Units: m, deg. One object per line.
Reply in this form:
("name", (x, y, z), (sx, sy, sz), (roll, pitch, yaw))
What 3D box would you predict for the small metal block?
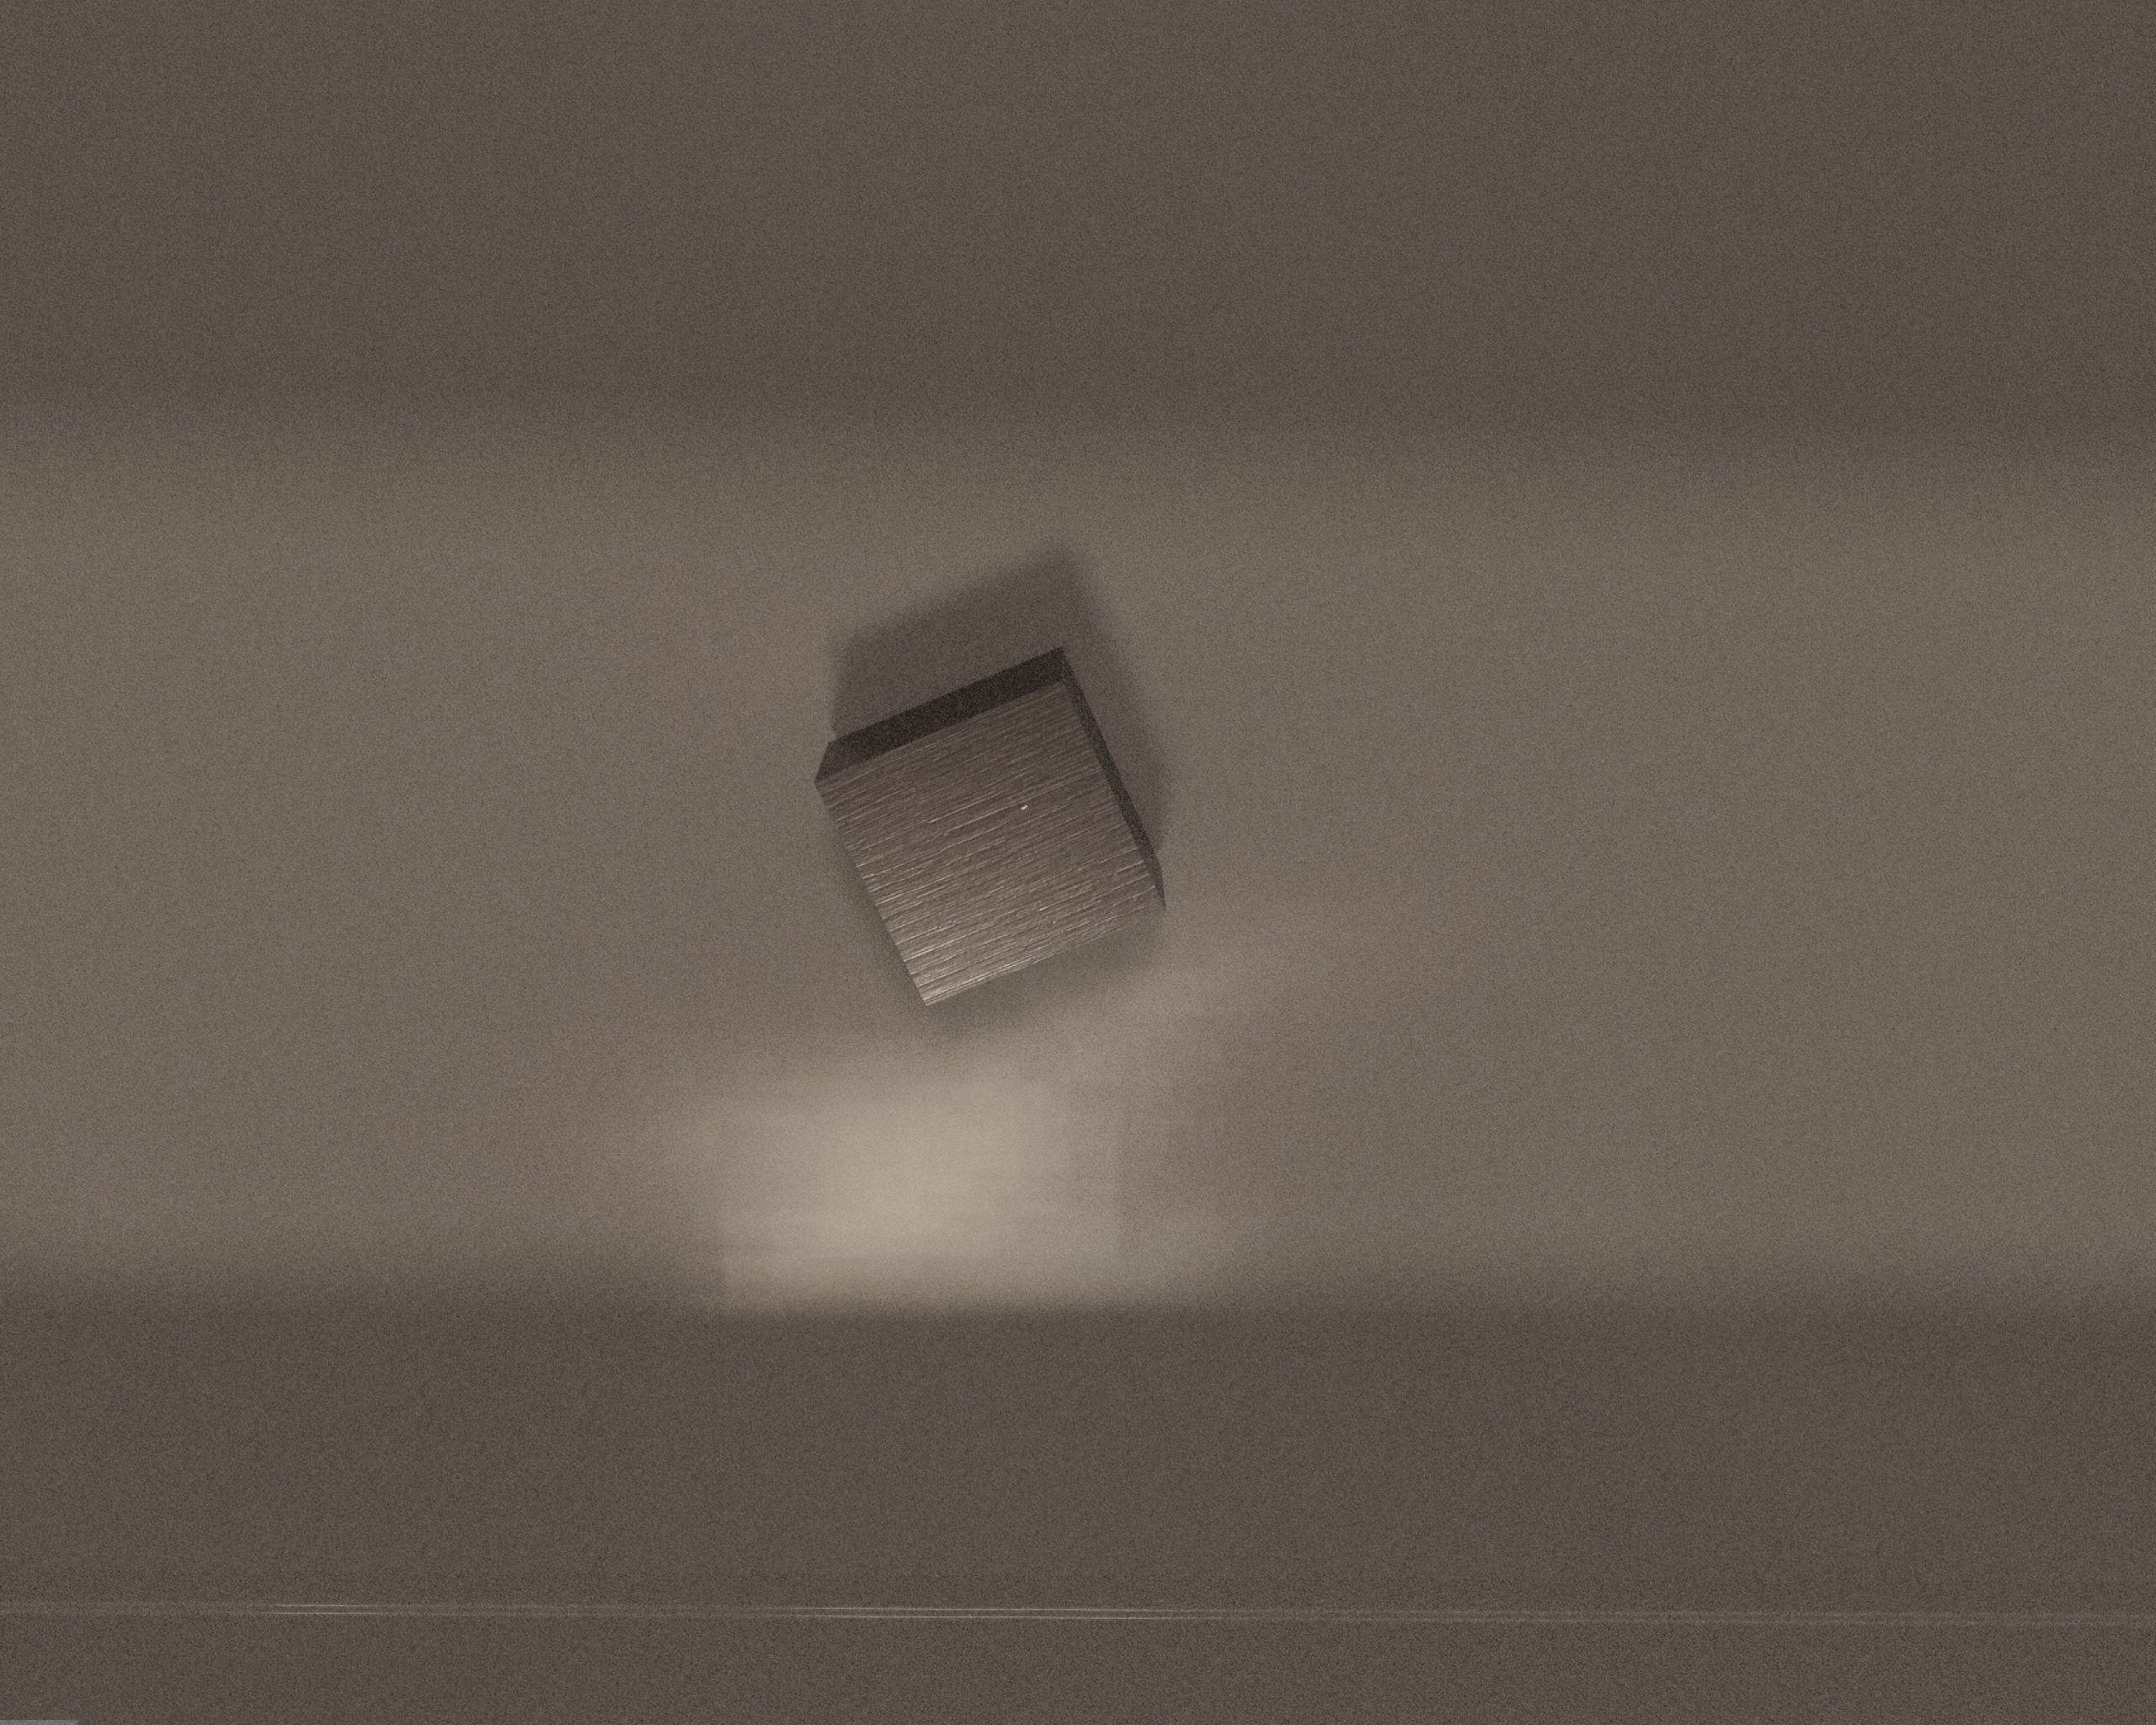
("small metal block", (-0.016, -0.007, 0.405), (0.050, 0.025, 0.050), (-22, 109, 7))
